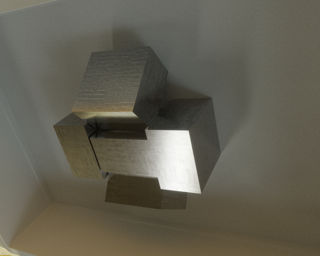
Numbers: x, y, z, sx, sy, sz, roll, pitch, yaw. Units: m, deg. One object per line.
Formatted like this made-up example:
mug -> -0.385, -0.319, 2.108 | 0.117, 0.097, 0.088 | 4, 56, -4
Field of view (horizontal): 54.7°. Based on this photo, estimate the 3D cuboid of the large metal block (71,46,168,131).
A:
large metal block -> -0.044, -0.043, 0.360 | 0.080, 0.080, 0.050 | 2, 157, 27

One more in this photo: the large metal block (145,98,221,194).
large metal block -> 0.031, 0.018, 0.366 | 0.050, 0.080, 0.080 | 1, 119, 28

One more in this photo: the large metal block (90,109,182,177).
large metal block -> -0.027, 0.015, 0.395 | 0.080, 0.080, 0.050 | 1, 119, 28

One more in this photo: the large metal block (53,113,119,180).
large metal block -> -0.087, 0.013, 0.426 | 0.050, 0.080, 0.080 | 1, 119, 28

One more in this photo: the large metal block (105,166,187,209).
large metal block -> -0.015, 0.080, 0.420 | 0.080, 0.080, 0.050 | 0, 77, 27
